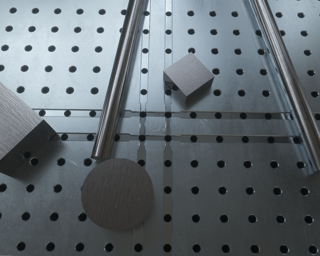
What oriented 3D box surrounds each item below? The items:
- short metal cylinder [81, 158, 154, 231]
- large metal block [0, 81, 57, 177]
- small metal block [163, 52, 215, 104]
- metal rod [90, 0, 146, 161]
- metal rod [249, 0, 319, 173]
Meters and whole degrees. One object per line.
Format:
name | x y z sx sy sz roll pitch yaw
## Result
short metal cylinder | -0.047 0.081 0.368 0.081 0.050 0.080 0 70 0
large metal block | -0.197 0.002 0.395 0.080 0.050 0.080 39 74 12
small metal block | 0.040 -0.071 0.438 0.050 0.025 0.050 -36 74 -13
metal rod | -0.052 -0.099 0.447 0.025 0.025 0.299 9 70 3
metal rod | 0.179 -0.084 0.444 0.025 0.025 0.299 -11 70 -4
